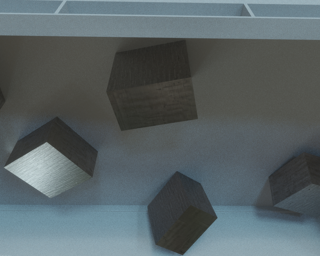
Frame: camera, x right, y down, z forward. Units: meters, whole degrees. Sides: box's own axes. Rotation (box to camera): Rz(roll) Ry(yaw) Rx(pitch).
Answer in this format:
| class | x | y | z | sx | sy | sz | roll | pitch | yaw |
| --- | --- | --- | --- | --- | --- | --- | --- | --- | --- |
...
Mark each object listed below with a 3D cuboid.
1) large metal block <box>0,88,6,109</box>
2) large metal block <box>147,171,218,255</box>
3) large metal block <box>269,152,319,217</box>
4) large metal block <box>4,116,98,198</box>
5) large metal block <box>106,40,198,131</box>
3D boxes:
| class | x | y | z | sx | sy | sz | roll | pitch | yaw |
| --- | --- | --- | --- | --- | --- | --- | --- | --- | --- |
| large metal block | -0.222 | -0.039 | 0.338 | 0.050 | 0.080 | 0.079 | 0 | 130 | 0 |
| large metal block | 0.030 | 0.127 | 0.468 | 0.050 | 0.080 | 0.080 | 31 | 107 | -24 |
| large metal block | 0.223 | 0.086 | 0.458 | 0.081 | 0.050 | 0.080 | 17 | 140 | -14 |
| large metal block | -0.147 | 0.043 | 0.428 | 0.080 | 0.050 | 0.080 | -28 | 125 | 21 |
| large metal block | -0.006 | -0.047 | 0.332 | 0.080 | 0.080 | 0.050 | -9 | 130 | 7 |
